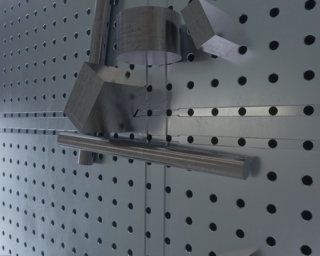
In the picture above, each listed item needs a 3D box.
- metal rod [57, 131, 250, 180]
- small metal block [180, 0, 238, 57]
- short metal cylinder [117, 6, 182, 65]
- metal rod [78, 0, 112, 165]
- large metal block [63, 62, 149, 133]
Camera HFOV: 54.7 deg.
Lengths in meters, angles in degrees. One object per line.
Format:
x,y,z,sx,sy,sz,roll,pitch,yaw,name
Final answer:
-0.031,0.031,0.416,0.300,0.025,0.025,6,94,34,metal rod
0.056,-0.112,0.347,0.025,0.050,0.050,-32,70,35,small metal block
-0.013,-0.111,0.385,0.080,0.081,0.050,-1,90,40,short metal cylinder
-0.102,-0.088,0.493,0.025,0.025,0.298,13,98,39,metal rod
-0.076,-0.040,0.436,0.050,0.081,0.080,44,116,31,large metal block
